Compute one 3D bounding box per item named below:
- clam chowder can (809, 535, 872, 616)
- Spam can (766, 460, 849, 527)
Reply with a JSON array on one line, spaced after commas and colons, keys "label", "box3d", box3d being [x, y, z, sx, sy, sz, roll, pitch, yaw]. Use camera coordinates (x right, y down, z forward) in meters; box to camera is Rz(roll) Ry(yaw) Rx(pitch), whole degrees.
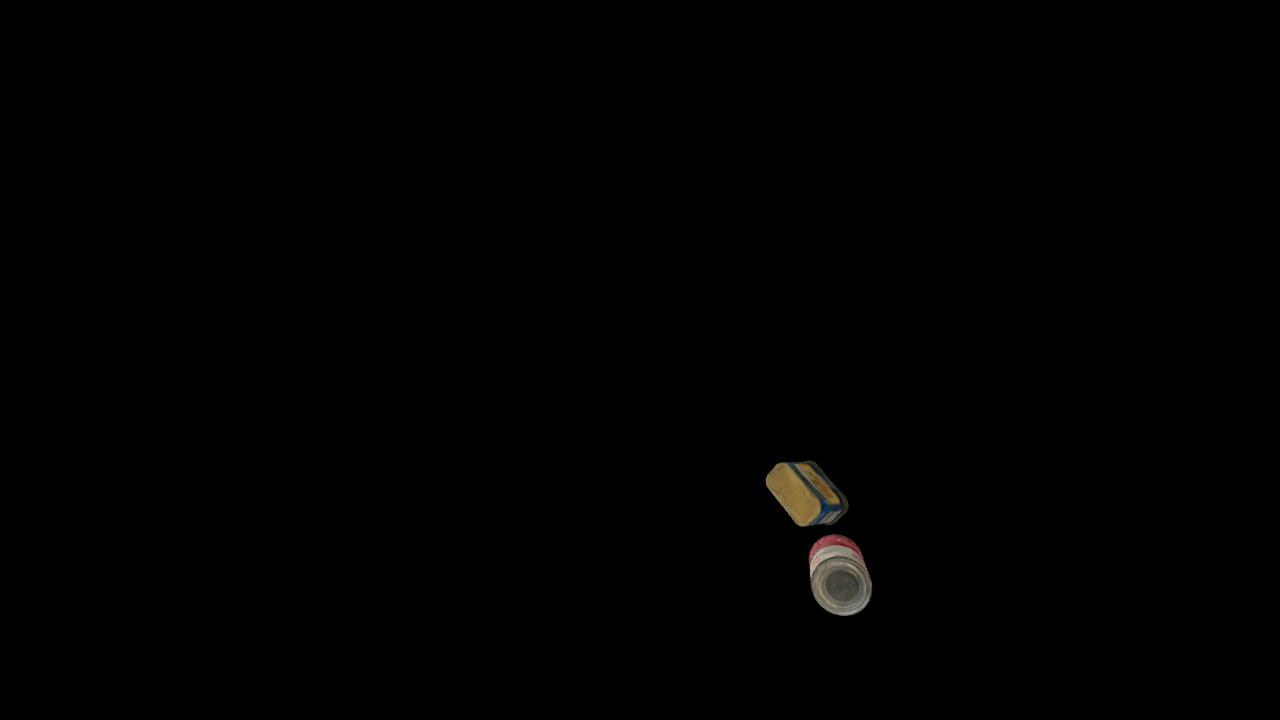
[{"label": "clam chowder can", "box3d": [0.237, 0.255, 0.734, 0.068, 0.068, 0.102, 0, -1, 15]}, {"label": "Spam can", "box3d": [0.251, 0.201, 0.931, 0.085, 0.058, 0.101, 11, 33, -47]}]
